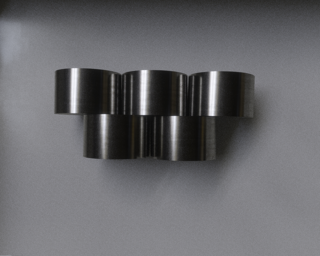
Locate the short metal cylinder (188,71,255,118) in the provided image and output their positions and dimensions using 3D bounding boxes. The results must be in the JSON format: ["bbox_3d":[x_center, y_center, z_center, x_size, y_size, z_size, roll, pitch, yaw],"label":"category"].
[{"bbox_3d":[0.074,-0.038,0.383,0.081,0.080,0.050,2,90,0],"label":"short metal cylinder"}]

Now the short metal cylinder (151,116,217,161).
[{"bbox_3d":[0.029,0.011,0.382,0.081,0.080,0.050,1,90,0],"label":"short metal cylinder"}]

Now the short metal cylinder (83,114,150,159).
[{"bbox_3d":[-0.053,0.009,0.382,0.081,0.080,0.050,1,90,0],"label":"short metal cylinder"}]

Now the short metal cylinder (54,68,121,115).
[{"bbox_3d":[-0.088,-0.041,0.381,0.081,0.080,0.050,1,90,0],"label":"short metal cylinder"}]

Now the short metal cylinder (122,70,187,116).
[{"bbox_3d":[-0.007,-0.039,0.382,0.081,0.080,0.050,1,90,0],"label":"short metal cylinder"}]
